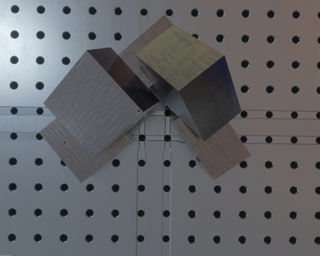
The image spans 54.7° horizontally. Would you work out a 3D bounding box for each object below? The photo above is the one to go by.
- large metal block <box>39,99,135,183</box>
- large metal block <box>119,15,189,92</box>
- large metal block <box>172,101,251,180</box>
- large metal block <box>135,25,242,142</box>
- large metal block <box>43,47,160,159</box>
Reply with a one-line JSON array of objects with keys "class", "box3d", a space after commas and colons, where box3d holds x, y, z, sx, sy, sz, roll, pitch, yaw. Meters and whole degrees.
[{"class": "large metal block", "box3d": [-0.090, 0.011, 0.399, 0.080, 0.050, 0.080, -39, 91, 0]}, {"class": "large metal block", "box3d": [-0.009, -0.082, 0.384, 0.080, 0.080, 0.050, -41, 91, 0]}, {"class": "large metal block", "box3d": [0.058, 0.011, 0.385, 0.050, 0.080, 0.080, -34, 90, 0]}, {"class": "large metal block", "box3d": [0.030, -0.046, 0.315, 0.050, 0.080, 0.080, -39, 48, -5]}, {"class": "large metal block", "box3d": [-0.062, -0.028, 0.334, 0.080, 0.050, 0.080, -42, 91, 25]}]
